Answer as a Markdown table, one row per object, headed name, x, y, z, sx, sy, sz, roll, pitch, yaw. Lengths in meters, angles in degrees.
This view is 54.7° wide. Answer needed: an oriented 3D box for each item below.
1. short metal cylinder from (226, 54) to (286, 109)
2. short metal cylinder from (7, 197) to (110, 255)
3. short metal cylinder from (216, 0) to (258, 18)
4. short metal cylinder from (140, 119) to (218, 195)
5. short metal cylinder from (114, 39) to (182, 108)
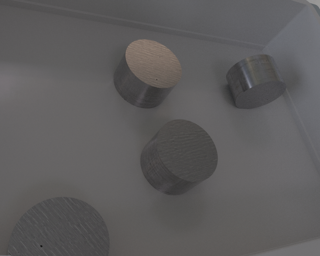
| name | x | y | z | sx | sy | sz | roll | pitch | yaw |
| --- | --- | --- | --- | --- | --- | --- | --- | --- | --- |
| short metal cylinder | 0.153 | -0.072 | 0.496 | 0.081 | 0.080 | 0.050 | 1 | 62 | -28 |
| short metal cylinder | -0.091 | 0.108 | 0.275 | 0.081 | 0.050 | 0.080 | 14 | 56 | -21 |
| short metal cylinder | 0.149 | -0.269 | 0.617 | 0.081 | 0.080 | 0.050 | 6 | 59 | -25 |
| short metal cylinder | 0.023 | 0.036 | 0.380 | 0.081 | 0.050 | 0.080 | 14 | 56 | -21 |
| short metal cylinder | -0.017 | -0.074 | 0.425 | 0.081 | 0.050 | 0.080 | 14 | 56 | -21 |
